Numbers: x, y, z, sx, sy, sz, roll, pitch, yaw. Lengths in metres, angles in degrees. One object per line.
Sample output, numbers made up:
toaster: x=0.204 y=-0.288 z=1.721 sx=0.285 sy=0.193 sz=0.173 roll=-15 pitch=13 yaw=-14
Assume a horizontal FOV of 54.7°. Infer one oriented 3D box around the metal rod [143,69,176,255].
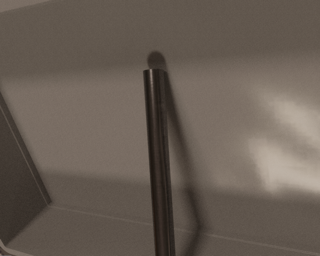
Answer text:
metal rod: x=0.002 y=0.080 z=0.377 sx=0.025 sy=0.025 sz=0.298 roll=-2 pitch=93 yaw=29
